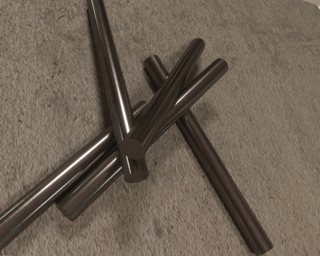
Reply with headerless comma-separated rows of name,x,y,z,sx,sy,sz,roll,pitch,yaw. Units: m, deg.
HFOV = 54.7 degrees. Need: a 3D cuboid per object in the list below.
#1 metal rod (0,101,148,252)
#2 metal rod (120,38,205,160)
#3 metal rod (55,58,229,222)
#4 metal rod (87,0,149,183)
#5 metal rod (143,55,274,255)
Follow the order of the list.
metal rod,-0.103,0.056,0.314,0.025,0.025,0.302,44,51,2
metal rod,0.020,-0.061,0.410,0.025,0.025,0.301,36,38,-5
metal rod,-0.001,-0.005,0.384,0.025,0.025,0.301,45,58,2
metal rod,-0.061,-0.071,0.389,0.025,0.025,0.299,2,53,-28
metal rod,0.058,0.026,0.420,0.025,0.025,0.299,-19,72,-36
